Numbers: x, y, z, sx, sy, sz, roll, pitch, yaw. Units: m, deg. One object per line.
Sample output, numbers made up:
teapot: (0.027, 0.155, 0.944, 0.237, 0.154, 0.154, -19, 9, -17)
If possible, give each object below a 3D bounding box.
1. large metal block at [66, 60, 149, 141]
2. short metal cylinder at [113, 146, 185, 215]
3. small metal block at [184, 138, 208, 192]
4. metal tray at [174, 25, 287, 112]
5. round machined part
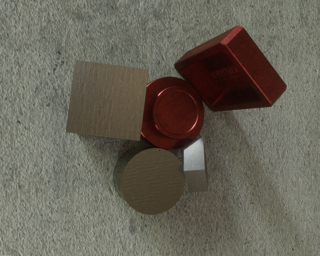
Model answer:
large metal block: (-0.058, -0.029, 0.363, 0.081, 0.050, 0.080, 7, 88, -3)
short metal cylinder: (-0.015, 0.064, 0.393, 0.081, 0.050, 0.079, 0, 90, -21)
small metal block: (0.047, 0.049, 0.404, 0.025, 0.050, 0.050, -5, 137, 10)
metal tray: (0.079, -0.065, 0.384, 0.030, 0.130, 0.090, -46, 105, -14)
round machined part: (0.016, -0.020, 0.409, 0.099, 0.042, 0.097, 0, 90, -21)
